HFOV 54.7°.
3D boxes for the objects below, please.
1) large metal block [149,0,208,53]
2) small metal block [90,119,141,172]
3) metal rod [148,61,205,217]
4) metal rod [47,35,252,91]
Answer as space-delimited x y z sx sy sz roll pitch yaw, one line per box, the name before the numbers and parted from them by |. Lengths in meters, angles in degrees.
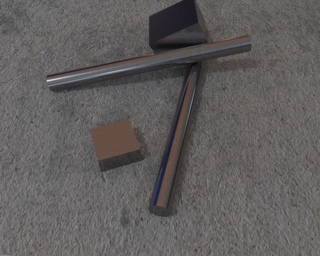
large metal block | 0.030 -0.155 0.497 0.080 0.050 0.080 -19 47 20
small metal block | -0.055 0.021 0.385 0.050 0.025 0.050 -15 52 -13
metal rod | 0.034 -0.023 0.423 0.025 0.025 0.300 10 51 8
metal rod | -0.015 -0.097 0.461 0.302 0.025 0.025 -12 51 -2
